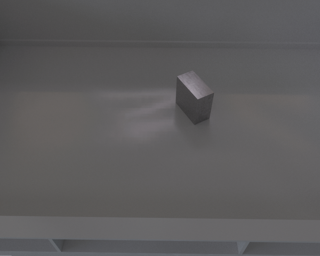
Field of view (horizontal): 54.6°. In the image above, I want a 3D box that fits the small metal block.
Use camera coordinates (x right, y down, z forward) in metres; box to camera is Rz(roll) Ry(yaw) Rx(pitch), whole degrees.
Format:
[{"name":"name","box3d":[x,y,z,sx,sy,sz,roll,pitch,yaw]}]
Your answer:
[{"name":"small metal block","box3d":[0.046,-0.041,0.424,0.025,0.050,0.050,-23,54,-18]}]
